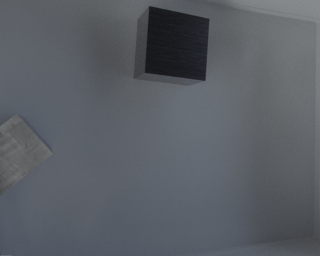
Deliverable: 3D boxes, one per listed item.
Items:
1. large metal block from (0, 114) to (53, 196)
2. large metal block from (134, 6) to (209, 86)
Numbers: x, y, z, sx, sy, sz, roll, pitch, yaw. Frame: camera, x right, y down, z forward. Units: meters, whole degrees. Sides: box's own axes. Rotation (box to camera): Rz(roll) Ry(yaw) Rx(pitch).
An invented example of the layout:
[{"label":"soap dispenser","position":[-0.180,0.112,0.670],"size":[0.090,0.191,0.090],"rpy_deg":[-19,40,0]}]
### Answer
[{"label":"large metal block","position":[-0.162,0.031,0.322],"size":[0.080,0.080,0.050],"rpy_deg":[-41,103,-15]},{"label":"large metal block","position":[0.014,-0.102,0.402],"size":[0.081,0.050,0.080],"rpy_deg":[4,89,-20]}]
